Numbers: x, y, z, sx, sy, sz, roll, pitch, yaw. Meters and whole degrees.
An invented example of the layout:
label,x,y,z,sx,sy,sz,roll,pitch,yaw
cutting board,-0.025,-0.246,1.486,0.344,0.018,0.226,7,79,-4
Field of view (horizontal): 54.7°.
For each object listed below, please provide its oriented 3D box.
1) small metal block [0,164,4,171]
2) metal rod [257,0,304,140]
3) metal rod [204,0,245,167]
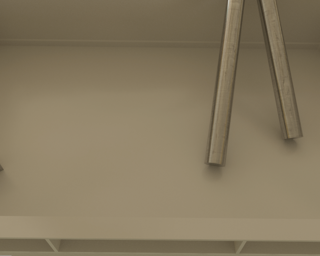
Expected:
label,x,y,z,sx,sy,sz,roll,pitch,yaw
small metal block,-0.217,0.040,0.353,0.050,0.050,0.025,-33,58,-25
metal rod,0.154,-0.133,0.424,0.025,0.025,0.298,-6,80,-5
metal rod,0.091,-0.099,0.408,0.025,0.025,0.299,8,76,6
